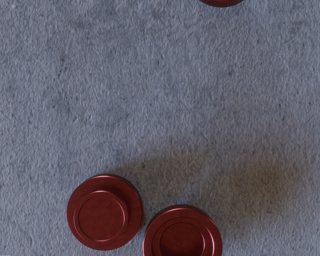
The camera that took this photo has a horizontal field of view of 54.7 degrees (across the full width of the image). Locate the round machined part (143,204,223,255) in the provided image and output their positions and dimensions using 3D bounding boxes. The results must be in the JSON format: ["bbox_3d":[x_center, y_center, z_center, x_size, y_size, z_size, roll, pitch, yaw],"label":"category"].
[{"bbox_3d":[0.028,0.147,0.402,0.099,0.042,0.097,0,90,-1],"label":"round machined part"}]

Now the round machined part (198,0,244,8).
[{"bbox_3d":[0.080,-0.205,0.402,0.099,0.042,0.097,0,90,-1],"label":"round machined part"}]

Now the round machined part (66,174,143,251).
[{"bbox_3d":[-0.072,0.111,0.401,0.099,0.042,0.097,0,90,-1],"label":"round machined part"}]
